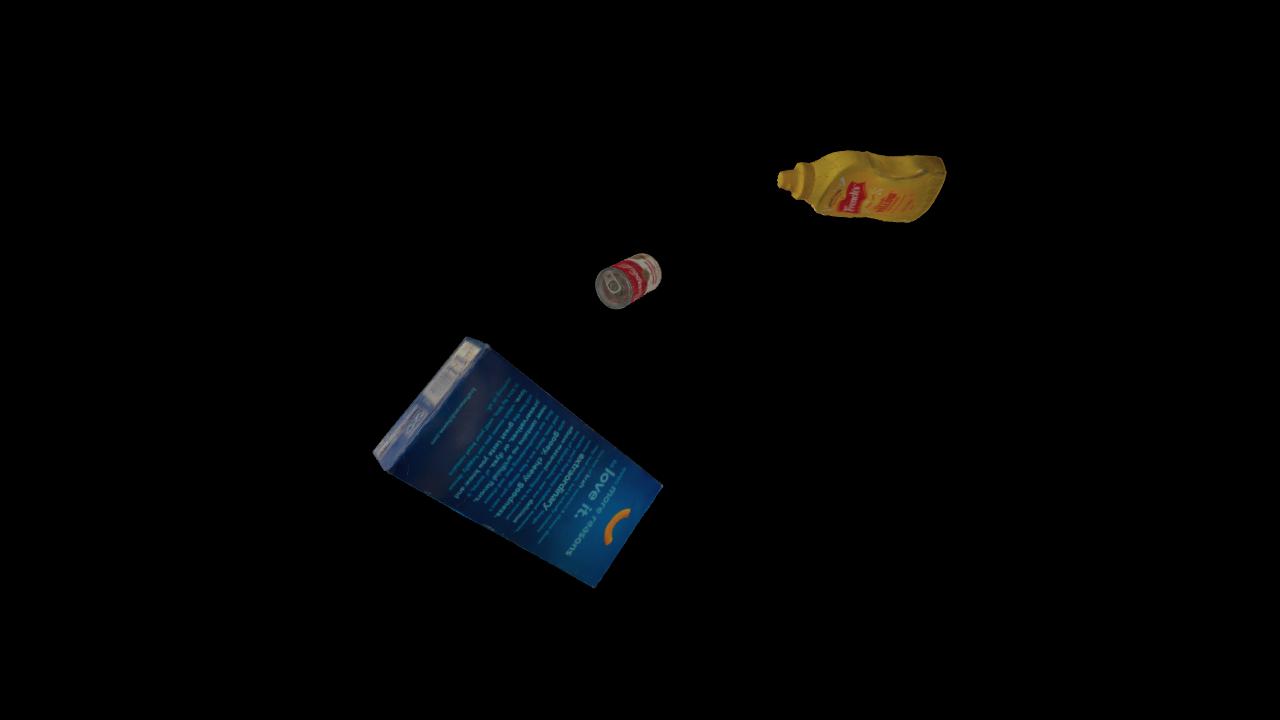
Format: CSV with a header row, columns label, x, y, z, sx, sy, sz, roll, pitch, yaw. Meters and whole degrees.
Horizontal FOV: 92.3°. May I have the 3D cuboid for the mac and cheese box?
label,x,y,z,sx,sy,sz,roll,pitch,yaw
mac and cheese box,-0.071,0.075,0.414,0.041,0.093,0.184,17,-22,52

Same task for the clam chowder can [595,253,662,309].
label,x,y,z,sx,sy,sz,roll,pitch,yaw
clam chowder can,-0.016,-0.128,0.990,0.068,0.068,0.102,0,22,32

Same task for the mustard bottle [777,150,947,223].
label,x,y,z,sx,sy,sz,roll,pitch,yaw
mustard bottle,0.251,-0.206,0.724,0.184,0.054,0.092,3,-21,-7
